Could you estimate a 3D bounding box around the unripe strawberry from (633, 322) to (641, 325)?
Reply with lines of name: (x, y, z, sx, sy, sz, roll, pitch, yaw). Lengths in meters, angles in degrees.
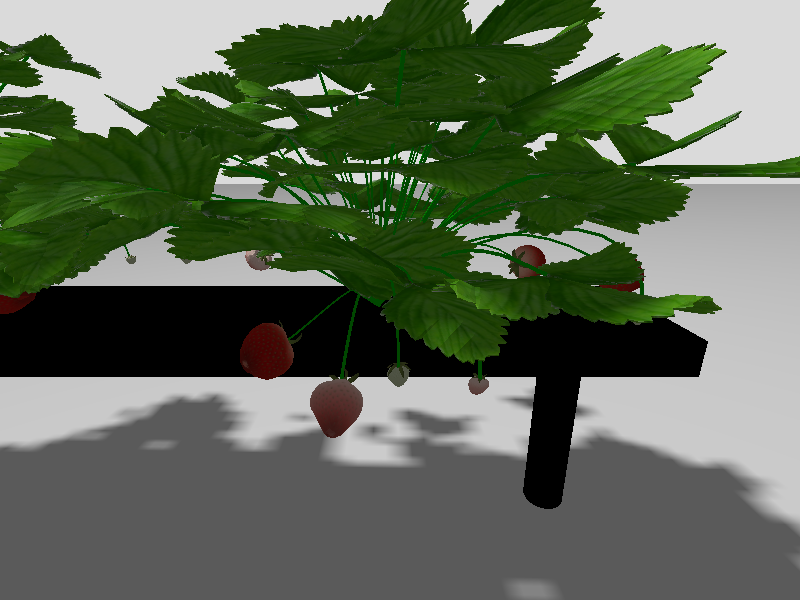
unripe strawberry: (0.163, 0.012, 0.275, 0.010, 0.010, 0.011, 9, 20, 25)

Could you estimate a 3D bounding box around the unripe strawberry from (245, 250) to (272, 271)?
unripe strawberry: (-0.178, -0.052, 0.500, 0.034, 0.033, 0.032, -17, 2, 45)

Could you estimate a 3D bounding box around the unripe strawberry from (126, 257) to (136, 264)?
unripe strawberry: (-0.320, -0.047, 0.477, 0.010, 0.010, 0.009, -14, 23, -36)

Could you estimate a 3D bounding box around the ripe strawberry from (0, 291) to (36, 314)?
ripe strawberry: (-0.336, -0.004, 0.345, 0.034, 0.033, 0.037, 3, 18, 8)

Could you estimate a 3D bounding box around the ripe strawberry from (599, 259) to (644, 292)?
ripe strawberry: (0.223, -0.024, 0.400, 0.045, 0.044, 0.042, 18, 14, -15)

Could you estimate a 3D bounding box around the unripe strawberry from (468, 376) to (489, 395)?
unripe strawberry: (0.041, 0.045, 0.210, 0.011, 0.010, 0.010, -7, 19, -19)

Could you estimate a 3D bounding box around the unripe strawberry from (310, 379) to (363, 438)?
unripe strawberry: (-0.031, 0.052, 0.190, 0.025, 0.026, 0.027, 1, 36, 3)

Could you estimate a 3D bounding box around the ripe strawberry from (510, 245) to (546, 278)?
ripe strawberry: (0.150, -0.043, 0.462, 0.041, 0.041, 0.038, -5, 18, -31)

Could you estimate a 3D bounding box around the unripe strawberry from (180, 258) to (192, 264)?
unripe strawberry: (-0.284, -0.059, 0.531, 0.021, 0.022, 0.020, -16, 24, -40)

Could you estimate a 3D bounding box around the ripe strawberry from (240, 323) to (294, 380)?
ripe strawberry: (-0.080, 0.031, 0.237, 0.029, 0.033, 0.032, 8, 20, 23)

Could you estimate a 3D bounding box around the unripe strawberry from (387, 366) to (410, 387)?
unripe strawberry: (-0.001, 0.042, 0.223, 0.013, 0.013, 0.011, -2, 18, -7)
